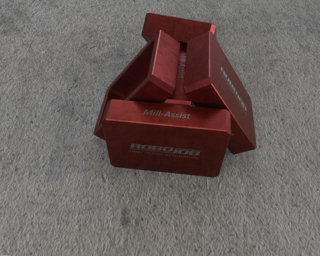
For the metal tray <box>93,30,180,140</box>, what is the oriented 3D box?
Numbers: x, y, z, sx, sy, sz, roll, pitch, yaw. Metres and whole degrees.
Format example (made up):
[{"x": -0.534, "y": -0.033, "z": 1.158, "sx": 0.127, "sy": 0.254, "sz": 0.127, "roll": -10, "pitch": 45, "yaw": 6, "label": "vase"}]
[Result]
[{"x": -0.030, "y": -0.047, "z": 0.381, "sx": 0.030, "sy": 0.129, "sz": 0.090, "roll": 30, "pitch": 46, "yaw": -24, "label": "metal tray"}]

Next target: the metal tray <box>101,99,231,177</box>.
[{"x": 0.007, "y": 0.014, "z": 0.350, "sx": 0.131, "sy": 0.089, "sz": 0.030, "roll": 5, "pitch": 51, "yaw": 4, "label": "metal tray"}]

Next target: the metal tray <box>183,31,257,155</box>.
[{"x": 0.076, "y": -0.039, "z": 0.374, "sx": 0.030, "sy": 0.130, "sz": 0.090, "roll": -19, "pitch": 44, "yaw": 29, "label": "metal tray"}]

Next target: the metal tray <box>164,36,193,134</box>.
[{"x": 0.026, "y": -0.047, "z": 0.401, "sx": 0.030, "sy": 0.089, "sz": 0.130, "roll": 6, "pitch": 50, "yaw": 4, "label": "metal tray"}]

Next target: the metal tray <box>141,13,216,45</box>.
[{"x": 0.034, "y": -0.123, "z": 0.448, "sx": 0.090, "sy": 0.130, "sz": 0.030, "roll": 14, "pitch": 93, "yaw": 11, "label": "metal tray"}]
